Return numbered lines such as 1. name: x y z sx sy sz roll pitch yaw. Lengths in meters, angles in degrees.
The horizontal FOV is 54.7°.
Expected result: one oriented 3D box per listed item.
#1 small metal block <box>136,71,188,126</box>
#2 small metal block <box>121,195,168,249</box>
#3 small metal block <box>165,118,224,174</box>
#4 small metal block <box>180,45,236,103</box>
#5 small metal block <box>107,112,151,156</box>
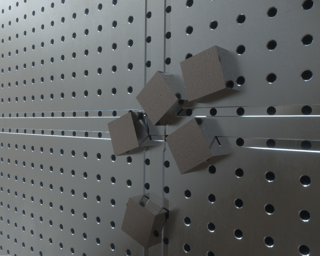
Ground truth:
1. small metal block: 0.003 -0.038 0.405 0.050 0.025 0.050 -47 62 29
2. small metal block: -0.022 0.127 0.426 0.050 0.025 0.050 24 105 37
3. small metal block: 0.041 0.022 0.374 0.050 0.025 0.050 -36 68 34
4. small metal block: 0.055 -0.061 0.362 0.050 0.025 0.050 -19 78 38
5. small metal block: -0.045 0.009 0.444 0.050 0.025 0.050 -23 75 37
